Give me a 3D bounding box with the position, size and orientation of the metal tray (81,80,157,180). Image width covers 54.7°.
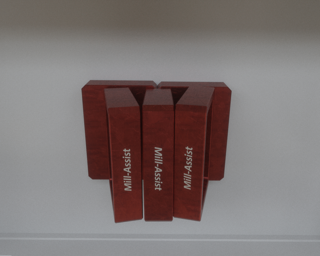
[{"bbox_3d":[-0.050,0.004,0.407,0.091,0.030,0.129,0,110,-1],"label":"metal tray"}]

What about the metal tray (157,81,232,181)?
[{"bbox_3d":[0.041,0.006,0.409,0.091,0.030,0.129,0,110,-1],"label":"metal tray"}]

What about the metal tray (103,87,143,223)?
[{"bbox_3d":[-0.042,0.027,0.349,0.030,0.090,0.129,-4,111,-12],"label":"metal tray"}]

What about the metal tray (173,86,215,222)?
[{"bbox_3d":[0.039,0.025,0.350,0.030,0.090,0.129,5,111,13],"label":"metal tray"}]

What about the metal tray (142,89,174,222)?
[{"bbox_3d":[-0.002,0.027,0.351,0.030,0.090,0.129,0,108,0],"label":"metal tray"}]
